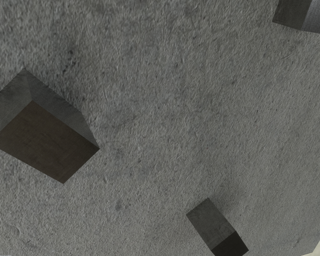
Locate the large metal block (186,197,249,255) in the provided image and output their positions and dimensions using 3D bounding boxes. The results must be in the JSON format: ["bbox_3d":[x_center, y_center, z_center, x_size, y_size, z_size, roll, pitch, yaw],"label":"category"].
[{"bbox_3d":[0.099,0.181,0.537,0.050,0.080,0.080,-37,129,-4],"label":"large metal block"}]

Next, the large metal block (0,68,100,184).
[{"bbox_3d":[-0.115,-0.003,0.306,0.050,0.080,0.080,-44,129,2],"label":"large metal block"}]

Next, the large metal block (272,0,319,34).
[{"bbox_3d":[0.204,-0.167,0.398,0.081,0.050,0.079,-2,120,-27],"label":"large metal block"}]
